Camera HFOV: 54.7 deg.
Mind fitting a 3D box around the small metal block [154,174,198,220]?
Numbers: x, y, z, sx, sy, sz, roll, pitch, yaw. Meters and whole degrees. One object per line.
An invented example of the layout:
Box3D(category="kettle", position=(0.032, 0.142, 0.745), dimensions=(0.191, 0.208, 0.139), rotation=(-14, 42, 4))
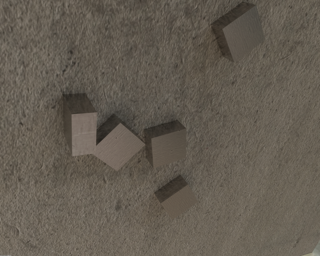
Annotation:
Box3D(category="small metal block", position=(0.026, 0.110, 0.489), dimensions=(0.050, 0.025, 0.050), rotation=(-34, 129, -6))

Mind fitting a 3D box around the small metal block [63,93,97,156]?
Box3D(category="small metal block", position=(-0.089, -0.005, 0.339), dimensions=(0.025, 0.050, 0.050), rotation=(-7, 122, -25))

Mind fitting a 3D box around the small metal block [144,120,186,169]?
Box3D(category="small metal block", position=(0.008, 0.022, 0.424), dimensions=(0.050, 0.025, 0.050), rotation=(-16, 125, -20))

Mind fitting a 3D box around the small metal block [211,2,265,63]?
Box3D(category="small metal block", position=(0.098, -0.119, 0.386), dimensions=(0.050, 0.025, 0.050), rotation=(-36, 129, -4))

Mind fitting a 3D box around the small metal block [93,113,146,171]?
Box3D(category="small metal block", position=(-0.056, 0.018, 0.388), dimensions=(0.050, 0.025, 0.050), rotation=(-44, 129, 2))
